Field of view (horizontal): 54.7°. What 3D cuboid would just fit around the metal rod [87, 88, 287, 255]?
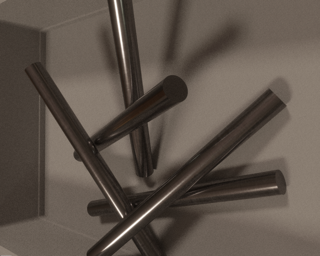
[{"bbox_3d":[0.017,0.069,0.356,0.299,0.025,0.025,-44,63,18],"label":"metal rod"}]

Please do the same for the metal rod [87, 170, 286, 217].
[{"bbox_3d":[0.007,0.091,0.398,0.300,0.025,0.025,-18,79,38],"label":"metal rod"}]

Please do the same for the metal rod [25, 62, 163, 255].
[{"bbox_3d":[-0.088,0.044,0.411,0.025,0.025,0.299,-34,88,35],"label":"metal rod"}]

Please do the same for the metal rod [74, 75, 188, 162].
[{"bbox_3d":[-0.059,0.005,0.389,0.299,0.025,0.025,-28,72,57],"label":"metal rod"}]

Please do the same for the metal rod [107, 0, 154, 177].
[{"bbox_3d":[-0.035,-0.069,0.351,0.025,0.025,0.298,20,129,38],"label":"metal rod"}]
